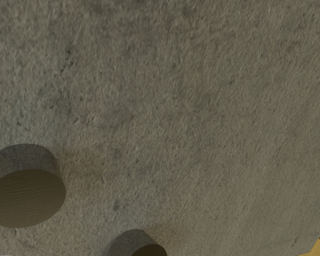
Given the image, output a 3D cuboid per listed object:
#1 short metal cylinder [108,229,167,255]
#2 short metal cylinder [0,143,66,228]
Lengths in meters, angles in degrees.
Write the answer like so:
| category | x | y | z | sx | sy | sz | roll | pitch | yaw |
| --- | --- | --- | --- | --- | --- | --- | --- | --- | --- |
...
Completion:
| category | x | y | z | sx | sy | sz | roll | pitch | yaw |
| --- | --- | --- | --- | --- | --- | --- | --- | --- | --- |
| short metal cylinder | -0.035 | 0.208 | 0.487 | 0.081 | 0.050 | 0.079 | -8 | 105 | -33 |
| short metal cylinder | -0.152 | 0.064 | 0.348 | 0.081 | 0.050 | 0.079 | -14 | 125 | -21 |
